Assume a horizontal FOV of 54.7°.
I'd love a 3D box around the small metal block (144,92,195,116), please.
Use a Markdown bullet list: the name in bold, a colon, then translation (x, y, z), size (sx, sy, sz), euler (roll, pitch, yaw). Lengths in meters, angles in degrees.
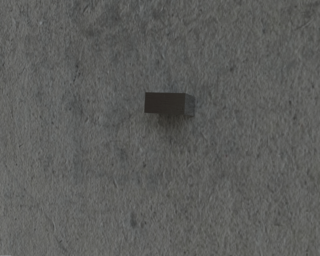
- **small metal block**: translation (0.014, -0.030, 0.390), size (0.050, 0.050, 0.025), euler (4, 91, 19)
